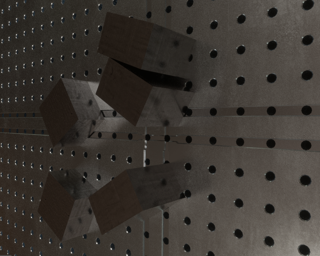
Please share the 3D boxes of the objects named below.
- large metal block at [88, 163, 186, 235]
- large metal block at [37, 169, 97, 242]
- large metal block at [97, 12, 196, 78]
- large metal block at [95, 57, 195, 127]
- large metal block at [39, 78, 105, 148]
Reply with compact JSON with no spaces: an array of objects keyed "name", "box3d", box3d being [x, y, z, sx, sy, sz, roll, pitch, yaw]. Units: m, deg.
[{"name":"large metal block","box3d":[-0.029,0.089,0.396,0.080,0.081,0.050,-39,67,33]},{"name":"large metal block","box3d":[-0.153,0.125,0.516,0.080,0.050,0.079,33,110,34]},{"name":"large metal block","box3d":[-0.016,-0.102,0.385,0.080,0.081,0.050,28,107,36]},{"name":"large metal block","box3d":[-0.018,-0.043,0.387,0.080,0.081,0.050,38,113,33]},{"name":"large metal block","box3d":[-0.147,-0.024,0.512,0.080,0.050,0.080,-41,65,32]}]
